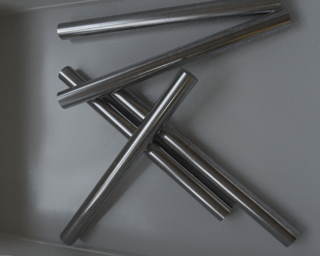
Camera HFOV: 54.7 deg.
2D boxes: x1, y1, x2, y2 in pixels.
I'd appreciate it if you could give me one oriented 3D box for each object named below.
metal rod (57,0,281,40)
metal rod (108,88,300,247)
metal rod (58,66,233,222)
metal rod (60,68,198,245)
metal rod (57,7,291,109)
[{"bbox_3d":[-0.002,-0.145,0.410,0.301,0.025,0.025,-1,90,19],"label":"metal rod"},{"bbox_3d":[0.042,0.034,0.394,0.300,0.025,0.025,40,103,15],"label":"metal rod"},{"bbox_3d":[-0.029,0.012,0.419,0.300,0.025,0.025,40,103,15],"label":"metal rod"},{"bbox_3d":[-0.051,0.050,0.405,0.025,0.025,0.299,43,111,14],"label":"metal rod"},{"bbox_3d":[0.007,-0.082,0.390,0.301,0.025,0.025,-18,84,12],"label":"metal rod"}]
